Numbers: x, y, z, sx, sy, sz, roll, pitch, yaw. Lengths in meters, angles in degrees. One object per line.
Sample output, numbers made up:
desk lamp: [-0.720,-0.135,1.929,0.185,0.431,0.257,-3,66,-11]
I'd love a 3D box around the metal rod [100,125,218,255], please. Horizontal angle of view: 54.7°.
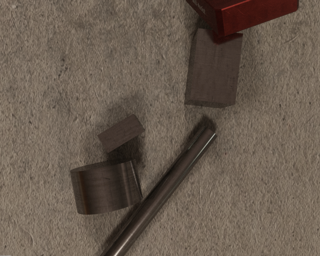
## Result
metal rod: [-0.026,0.121,0.409,0.025,0.025,0.300,38,90,-1]

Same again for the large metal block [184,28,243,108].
large metal block: [0.063,-0.069,0.383,0.050,0.080,0.079,6,90,-1]

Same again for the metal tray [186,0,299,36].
metal tray: [0.088,-0.160,0.365,0.090,0.130,0.030,-20,131,-1]

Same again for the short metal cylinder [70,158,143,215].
short metal cylinder: [-0.065,0.069,0.382,0.080,0.080,0.050,-10,90,0]

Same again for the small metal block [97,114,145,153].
small metal block: [-0.048,0.006,0.397,0.050,0.050,0.025,-31,90,0]
